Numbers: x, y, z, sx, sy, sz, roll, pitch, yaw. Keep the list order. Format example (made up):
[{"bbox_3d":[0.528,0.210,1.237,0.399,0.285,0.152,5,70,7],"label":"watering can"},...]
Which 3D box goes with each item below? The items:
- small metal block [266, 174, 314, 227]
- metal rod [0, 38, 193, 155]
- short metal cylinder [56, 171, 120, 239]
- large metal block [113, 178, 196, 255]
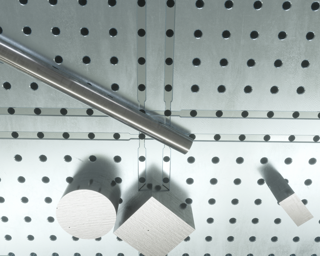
[{"bbox_3d":[0.184,0.102,0.440,0.025,0.050,0.050,-38,106,12],"label":"small metal block"},{"bbox_3d":[-0.093,-0.043,0.396,0.301,0.025,0.025,27,108,-10],"label":"metal rod"},{"bbox_3d":[-0.099,0.108,0.439,0.081,0.050,0.079,0,110,-1],"label":"short metal cylinder"},{"bbox_3d":[-0.008,0.134,0.449,0.080,0.050,0.080,41,105,-14],"label":"large metal block"}]
